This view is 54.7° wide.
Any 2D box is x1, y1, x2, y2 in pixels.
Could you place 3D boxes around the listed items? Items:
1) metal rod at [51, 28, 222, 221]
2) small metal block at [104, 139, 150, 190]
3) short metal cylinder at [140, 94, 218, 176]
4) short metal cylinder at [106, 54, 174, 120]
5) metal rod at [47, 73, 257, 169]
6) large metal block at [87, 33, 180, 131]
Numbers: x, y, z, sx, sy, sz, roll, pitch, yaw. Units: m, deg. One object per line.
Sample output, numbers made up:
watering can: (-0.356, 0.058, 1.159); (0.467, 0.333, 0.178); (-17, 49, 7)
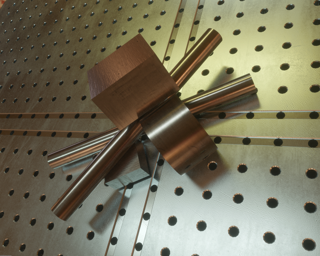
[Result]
metal rod: (-0.024, -0.010, 0.391); (0.025, 0.025, 0.300); (35, 80, 38)
small metal block: (-0.046, 0.044, 0.400); (0.050, 0.025, 0.050); (-25, 53, 13)
short metal cylinder: (0.021, 0.007, 0.353); (0.050, 0.080, 0.080); (-38, 51, 4)
short metal cylinder: (-0.028, -0.057, 0.437); (0.080, 0.050, 0.080); (-13, 56, 21)
metal rod: (-0.022, -0.003, 0.417); (0.301, 0.025, 0.025); (-21, 54, 15)
large metal block: (-0.034, -0.056, 0.359); (0.080, 0.050, 0.080); (-35, 34, 6)
